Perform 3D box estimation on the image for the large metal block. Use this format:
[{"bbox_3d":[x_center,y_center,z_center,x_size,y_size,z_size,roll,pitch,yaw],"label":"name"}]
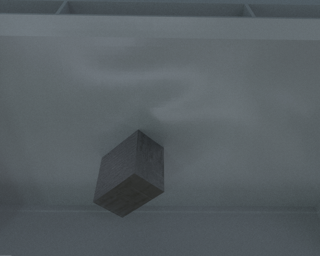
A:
[{"bbox_3d":[-0.041,0.062,0.426,0.080,0.080,0.050,-37,121,27],"label":"large metal block"}]
